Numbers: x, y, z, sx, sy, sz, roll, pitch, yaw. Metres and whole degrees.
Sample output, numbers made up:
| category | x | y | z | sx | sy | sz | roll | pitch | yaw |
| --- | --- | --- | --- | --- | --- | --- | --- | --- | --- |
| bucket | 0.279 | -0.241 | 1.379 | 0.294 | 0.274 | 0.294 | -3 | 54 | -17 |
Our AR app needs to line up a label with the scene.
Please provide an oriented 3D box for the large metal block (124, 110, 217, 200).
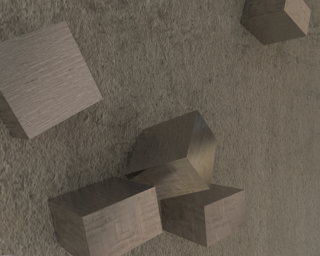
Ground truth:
| category | x | y | z | sx | sy | sz | roll | pitch | yaw |
| --- | --- | --- | --- | --- | --- | --- | --- | --- | --- |
| large metal block | 0.016 | 0.033 | 0.365 | 0.050 | 0.080 | 0.080 | 54 | 33 | -27 |

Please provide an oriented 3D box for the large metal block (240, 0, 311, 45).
| category | x | y | z | sx | sy | sz | roll | pitch | yaw |
| --- | --- | --- | --- | --- | --- | --- | --- | --- | --- |
| large metal block | 0.200 | -0.192 | 0.536 | 0.080 | 0.080 | 0.050 | 24 | 75 | -38 |

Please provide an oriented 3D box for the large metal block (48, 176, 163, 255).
| category | x | y | z | sx | sy | sz | roll | pitch | yaw |
| --- | --- | --- | --- | --- | --- | --- | --- | --- | --- |
| large metal block | -0.057 | 0.091 | 0.321 | 0.081 | 0.080 | 0.050 | -15 | 100 | -39 |

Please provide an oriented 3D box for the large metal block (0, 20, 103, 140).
| category | x | y | z | sx | sy | sz | roll | pitch | yaw |
| --- | --- | --- | --- | --- | --- | --- | --- | --- | --- |
| large metal block | -0.115 | -0.044 | 0.292 | 0.080 | 0.050 | 0.080 | -36 | 112 | -34 |

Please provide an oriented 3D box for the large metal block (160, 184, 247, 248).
| category | x | y | z | sx | sy | sz | roll | pitch | yaw |
| --- | --- | --- | --- | --- | --- | --- | --- | --- | --- |
| large metal block | 0.058 | 0.111 | 0.418 | 0.081 | 0.080 | 0.050 | -8 | 96 | -40 |
